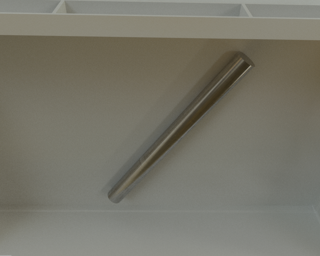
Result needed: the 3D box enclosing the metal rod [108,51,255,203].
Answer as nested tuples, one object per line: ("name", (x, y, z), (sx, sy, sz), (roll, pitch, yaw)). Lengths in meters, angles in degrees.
("metal rod", (0.011, 0.017, 0.423), (0.025, 0.025, 0.298), (28, 125, -22))
